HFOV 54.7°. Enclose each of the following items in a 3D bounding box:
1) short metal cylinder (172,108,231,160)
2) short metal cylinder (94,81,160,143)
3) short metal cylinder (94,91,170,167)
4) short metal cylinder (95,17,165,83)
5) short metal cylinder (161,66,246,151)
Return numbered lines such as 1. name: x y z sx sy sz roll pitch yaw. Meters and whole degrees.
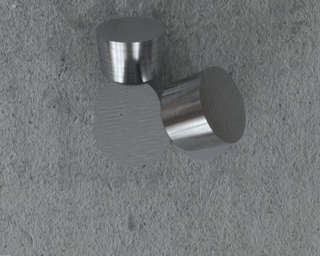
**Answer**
1. short metal cylinder: 0.052 -0.001 0.399 0.081 0.050 0.079 0 90 -1
2. short metal cylinder: -0.039 -0.022 0.398 0.081 0.050 0.079 0 90 -1
3. short metal cylinder: -0.029 0.001 0.348 0.081 0.050 0.079 0 90 -1
4. short metal cylinder: -0.035 -0.097 0.377 0.081 0.080 0.050 0 129 -1
5. short metal cylinder: 0.047 -0.019 0.327 0.050 0.081 0.080 -17 90 42
